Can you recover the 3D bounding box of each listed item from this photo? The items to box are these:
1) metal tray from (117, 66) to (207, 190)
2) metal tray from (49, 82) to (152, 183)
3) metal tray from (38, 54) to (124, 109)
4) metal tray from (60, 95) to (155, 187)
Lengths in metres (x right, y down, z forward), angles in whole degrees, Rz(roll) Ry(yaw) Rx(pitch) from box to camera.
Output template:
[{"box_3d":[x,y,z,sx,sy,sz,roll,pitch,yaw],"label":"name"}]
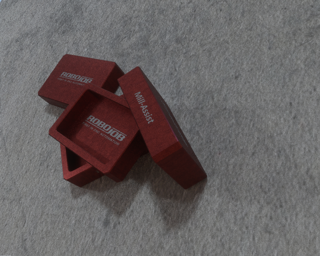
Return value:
[{"box_3d":[0.002,-0.001,0.360,0.030,0.090,0.130,-32,52,7],"label":"metal tray"},{"box_3d":[-0.074,0.000,0.398,0.130,0.030,0.090,26,76,36],"label":"metal tray"},{"box_3d":[-0.132,-0.072,0.512,0.130,0.030,0.090,17,70,34],"label":"metal tray"},{"box_3d":[-0.075,0.014,0.429,0.130,0.030,0.090,-28,52,10],"label":"metal tray"}]
